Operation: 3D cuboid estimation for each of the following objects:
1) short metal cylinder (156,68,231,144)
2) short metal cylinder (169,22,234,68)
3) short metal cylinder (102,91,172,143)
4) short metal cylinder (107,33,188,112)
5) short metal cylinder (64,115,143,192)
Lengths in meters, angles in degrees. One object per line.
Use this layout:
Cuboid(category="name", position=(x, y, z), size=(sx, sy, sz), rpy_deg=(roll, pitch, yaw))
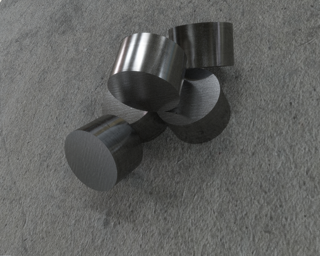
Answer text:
Cuboid(category="short metal cylinder", position=(0.041, -0.027, 0.382), size=(0.080, 0.050, 0.080), rpy_deg=(-13, 56, 20))
Cuboid(category="short metal cylinder", position=(0.053, -0.102, 0.395), size=(0.080, 0.080, 0.050), rpy_deg=(1, 100, 28))
Cuboid(category="short metal cylinder", position=(-0.030, -0.026, 0.419), size=(0.080, 0.050, 0.080), rpy_deg=(-13, 56, 20))
Cuboid(category="short metal cylinder", position=(-0.013, -0.059, 0.348), size=(0.080, 0.080, 0.050), rpy_deg=(-1, 61, 27))
Cuboid(category="short metal cylinder", position=(-0.068, 0.030, 0.378), size=(0.080, 0.079, 0.050), rpy_deg=(8, 27, 31))
